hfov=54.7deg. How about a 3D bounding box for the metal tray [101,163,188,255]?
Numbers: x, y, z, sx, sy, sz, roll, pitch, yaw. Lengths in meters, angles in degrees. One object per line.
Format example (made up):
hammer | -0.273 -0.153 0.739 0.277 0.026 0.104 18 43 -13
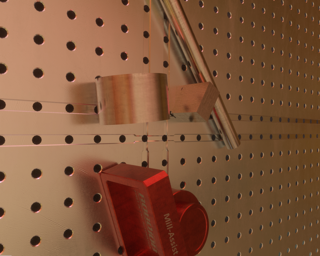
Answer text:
metal tray | -0.017 0.109 0.354 0.030 0.090 0.129 -22 104 -38

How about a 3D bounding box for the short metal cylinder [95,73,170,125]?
short metal cylinder | -0.030 -0.032 0.349 0.081 0.080 0.050 -8 96 -40

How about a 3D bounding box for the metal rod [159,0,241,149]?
metal rod | 0.056 -0.094 0.458 0.025 0.025 0.299 -43 116 -32

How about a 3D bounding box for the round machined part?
round machined part | 0.030 0.134 0.418 0.099 0.042 0.097 4 85 -47

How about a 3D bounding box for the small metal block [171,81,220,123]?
small metal block | 0.050 -0.036 0.437 0.025 0.050 0.050 39 66 -34
